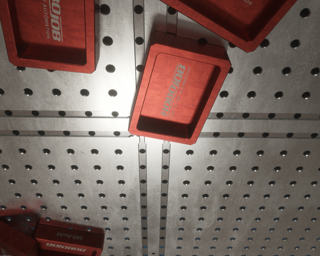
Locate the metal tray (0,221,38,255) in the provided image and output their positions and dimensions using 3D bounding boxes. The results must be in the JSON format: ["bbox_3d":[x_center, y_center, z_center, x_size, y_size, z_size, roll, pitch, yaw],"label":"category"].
[{"bbox_3d":[-0.278,0.236,0.584,0.090,0.030,0.129,23,130,10],"label":"metal tray"}]

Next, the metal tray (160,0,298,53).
[{"bbox_3d":[0.062,-0.140,0.290,0.131,0.030,0.089,24,126,-20],"label":"metal tray"}]

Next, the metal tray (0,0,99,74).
[{"bbox_3d":[-0.107,-0.120,0.303,0.091,0.030,0.129,5,130,-5],"label":"metal tray"}]

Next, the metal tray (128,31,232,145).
[{"bbox_3d":[0.018,-0.041,0.373,0.091,0.030,0.129,11,129,-10],"label":"metal tray"}]

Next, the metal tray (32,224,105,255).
[{"bbox_3d":[-0.183,0.234,0.605,0.131,0.030,0.089,14,129,-13],"label":"metal tray"}]
